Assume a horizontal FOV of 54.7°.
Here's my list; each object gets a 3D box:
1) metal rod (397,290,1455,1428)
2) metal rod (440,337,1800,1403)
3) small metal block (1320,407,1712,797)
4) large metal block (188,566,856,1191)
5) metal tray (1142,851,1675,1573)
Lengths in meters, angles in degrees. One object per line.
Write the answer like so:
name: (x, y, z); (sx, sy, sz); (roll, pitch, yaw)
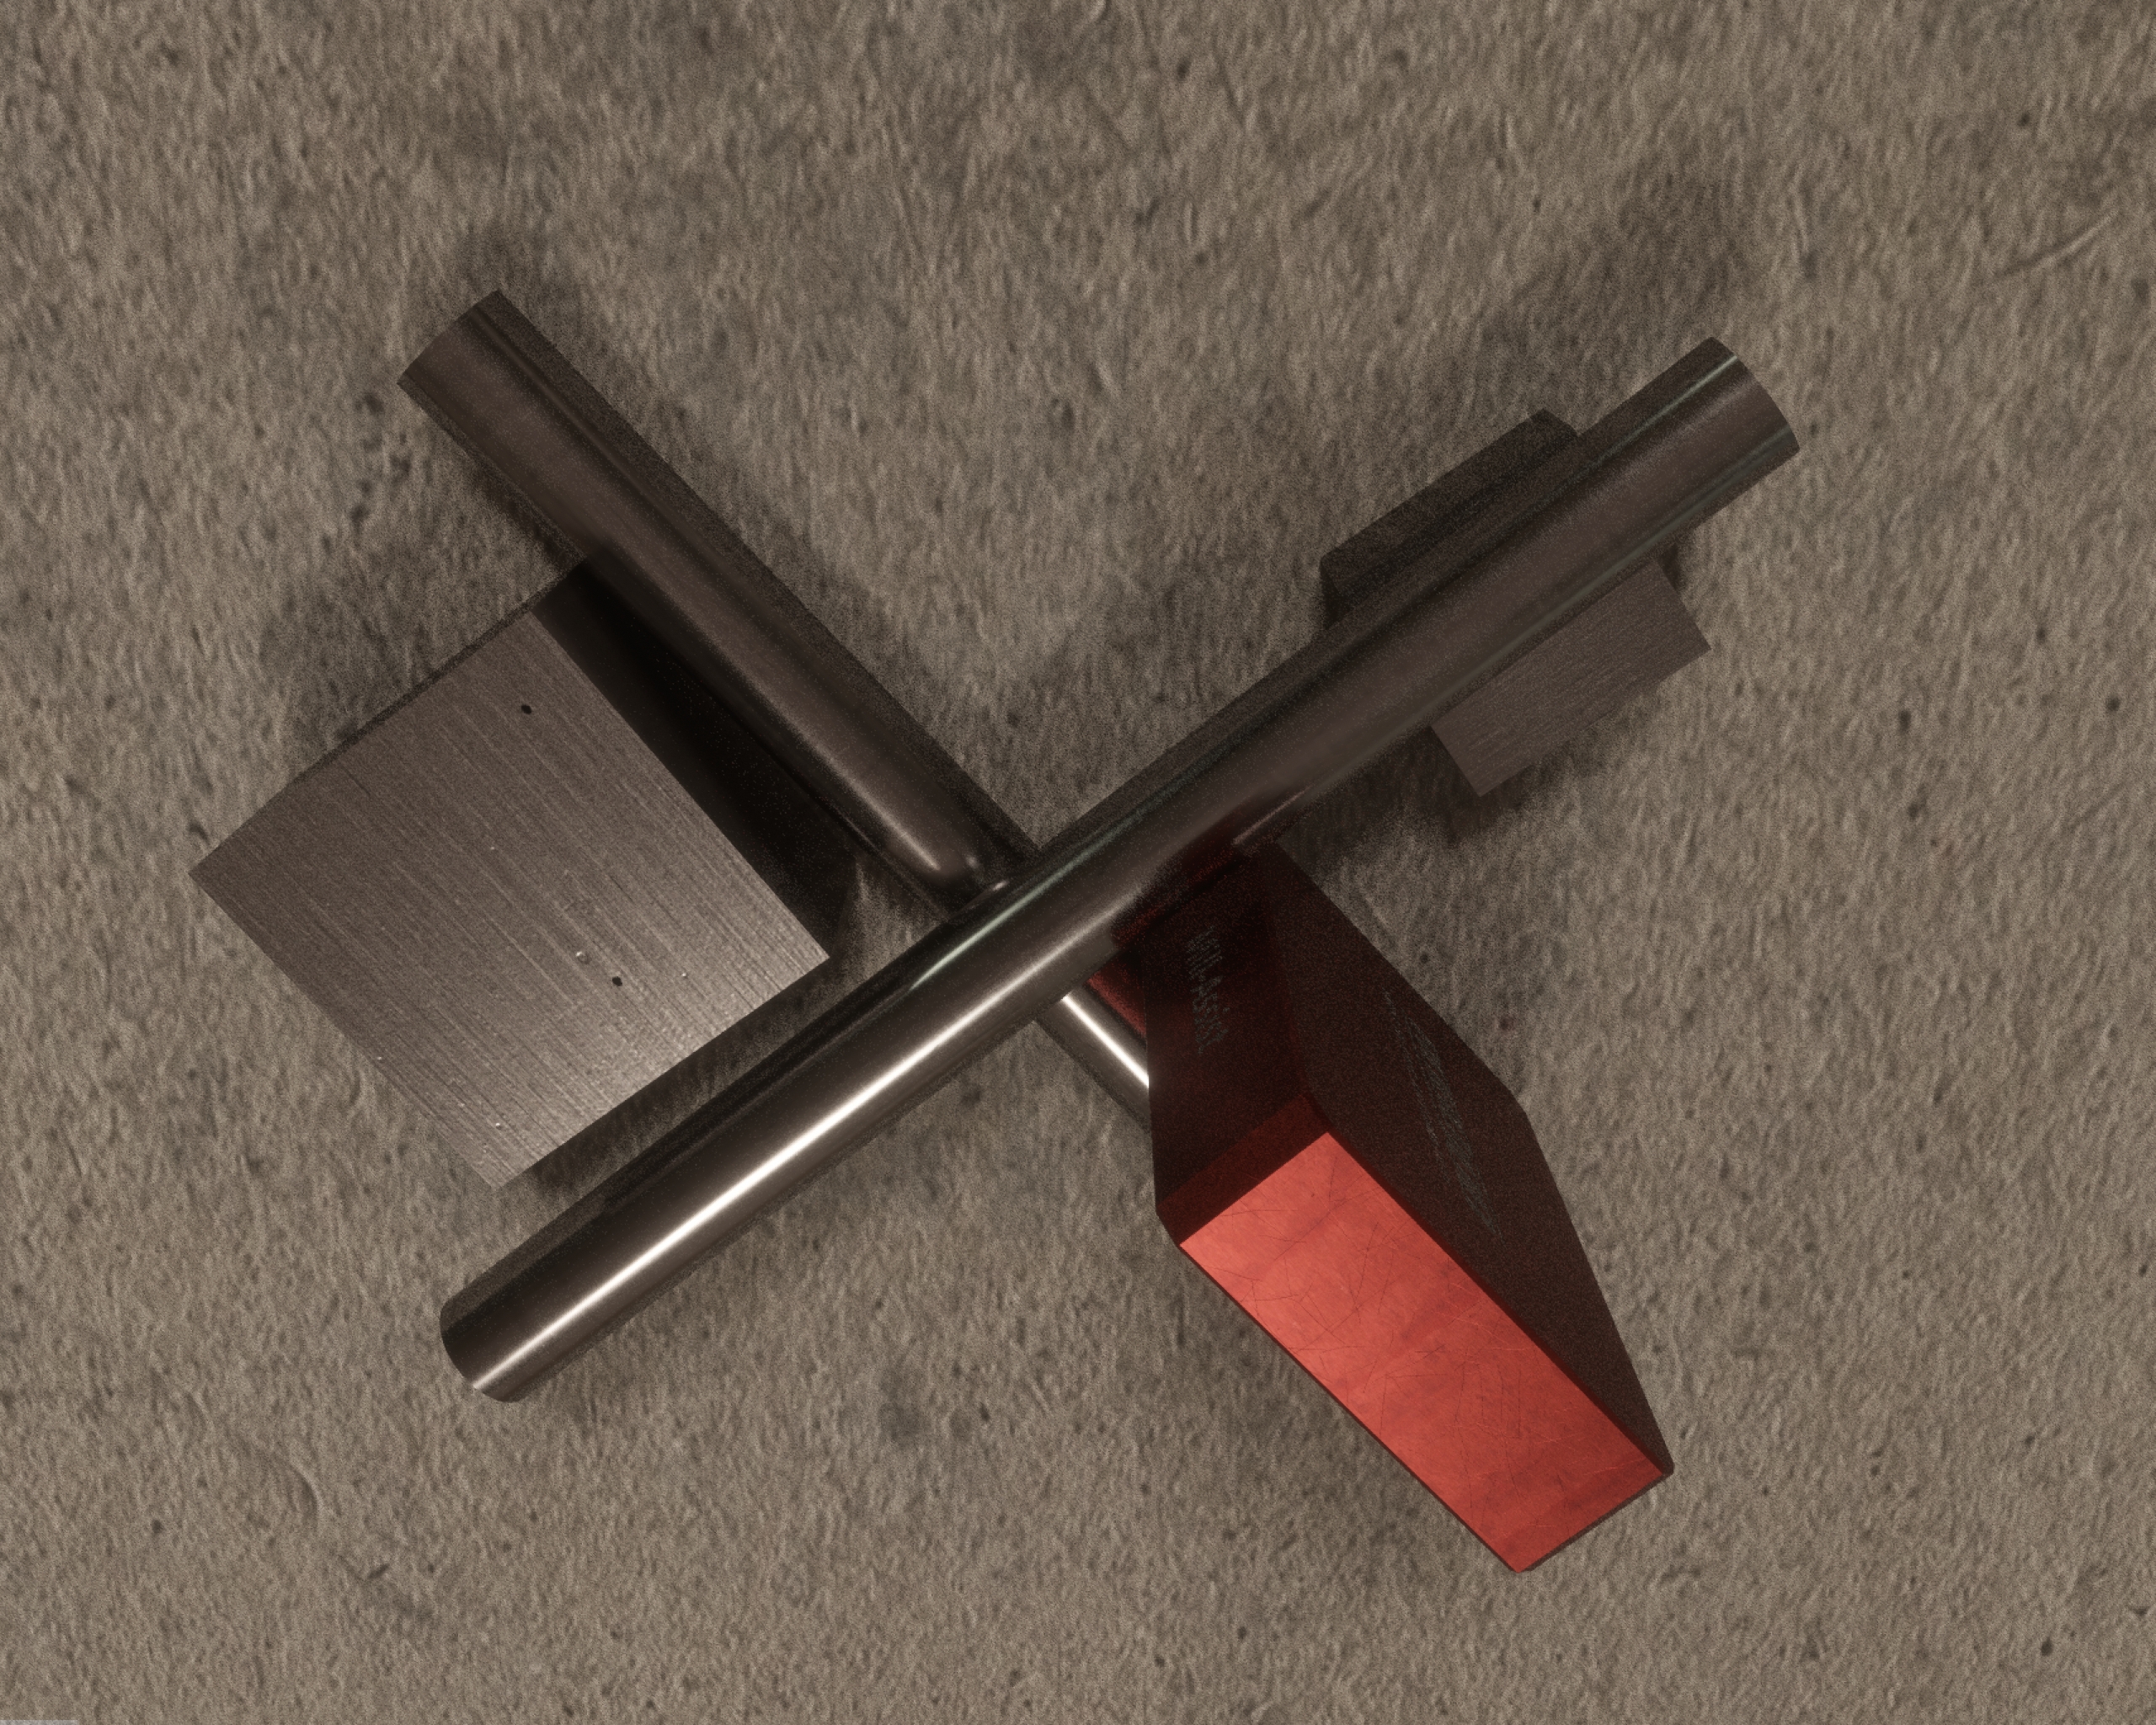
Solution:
metal rod: (-0.013, 0.010, 0.415); (0.025, 0.025, 0.300); (-40, 106, 13)
metal rod: (-0.001, 0.009, 0.387); (0.300, 0.025, 0.025); (-37, 106, 12)
small metal block: (0.082, -0.049, 0.394); (0.050, 0.025, 0.050); (-34, 107, 11)
large metal block: (-0.101, 0.001, 0.395); (0.080, 0.050, 0.080); (-35, 107, 11)
metal tray: (0.053, 0.052, 0.374); (0.030, 0.130, 0.090); (-41, 105, 14)
